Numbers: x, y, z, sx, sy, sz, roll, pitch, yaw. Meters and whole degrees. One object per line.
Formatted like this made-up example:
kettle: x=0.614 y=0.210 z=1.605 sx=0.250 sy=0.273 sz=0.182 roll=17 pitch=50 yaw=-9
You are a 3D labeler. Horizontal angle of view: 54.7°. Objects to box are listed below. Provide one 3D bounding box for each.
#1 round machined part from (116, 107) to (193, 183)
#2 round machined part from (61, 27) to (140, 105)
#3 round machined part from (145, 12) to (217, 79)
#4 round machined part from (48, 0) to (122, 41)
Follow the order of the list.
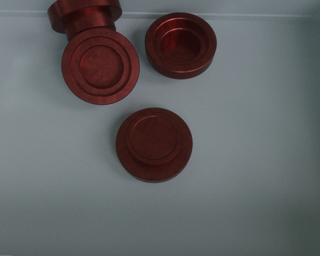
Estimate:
round machined part: x=-0.007 y=0.018 z=0.394 sx=0.099 sy=0.042 sz=0.098 roll=0 pitch=70 yaw=-1
round machined part: x=-0.077 y=-0.081 z=0.415 sx=0.099 sy=0.042 sz=0.097 roll=-1 pitch=100 yaw=-6
round machined part: x=0.029 y=-0.112 z=0.442 sx=0.099 sy=0.042 sz=0.098 roll=0 pitch=70 yaw=-1
round machined part: x=-0.099 y=-0.147 z=0.428 sx=0.099 sy=0.098 sz=0.042 roll=-16 pitch=93 yaw=-6
